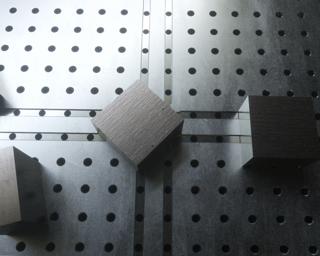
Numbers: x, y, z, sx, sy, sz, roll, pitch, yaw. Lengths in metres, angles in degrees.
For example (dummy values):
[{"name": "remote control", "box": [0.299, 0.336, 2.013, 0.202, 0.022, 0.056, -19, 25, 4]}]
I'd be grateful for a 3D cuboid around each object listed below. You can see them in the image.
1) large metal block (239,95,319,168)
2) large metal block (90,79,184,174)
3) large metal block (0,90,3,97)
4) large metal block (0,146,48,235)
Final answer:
[{"name": "large metal block", "box": [0.150, 0.006, 0.398, 0.081, 0.050, 0.080, 1, 70, 0]}, {"name": "large metal block", "box": [-0.027, -0.002, 0.399, 0.080, 0.050, 0.080, 43, 75, 13]}, {"name": "large metal block", "box": [-0.277, -0.069, 0.420, 0.080, 0.050, 0.080, -26, 72, -10]}, {"name": "large metal block", "box": [-0.172, 0.074, 0.353, 0.050, 0.080, 0.080, -14, 71, -5]}]
